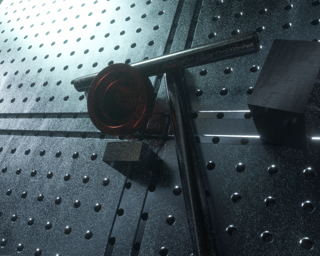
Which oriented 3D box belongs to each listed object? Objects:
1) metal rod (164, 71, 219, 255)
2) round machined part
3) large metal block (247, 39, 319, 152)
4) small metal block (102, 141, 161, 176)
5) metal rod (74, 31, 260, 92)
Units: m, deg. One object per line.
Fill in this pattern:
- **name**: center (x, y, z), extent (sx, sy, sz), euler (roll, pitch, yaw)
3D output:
- **metal rod**: center (0.031, 0.021, 0.377), extent (0.025, 0.025, 0.299), euler (-19, 54, 16)
- **round machined part**: center (-0.049, -0.037, 0.430), extent (0.098, 0.042, 0.097), euler (-3, 84, 28)
- **large metal block**: center (0.136, -0.033, 0.321), extent (0.050, 0.080, 0.080), euler (15, 69, 34)
- **small metal block**: center (-0.034, 0.039, 0.385), extent (0.050, 0.050, 0.025), euler (-3, 61, 26)
- **metal rod**: center (-0.013, -0.085, 0.437), extent (0.300, 0.025, 0.025), euler (-6, 59, 35)
